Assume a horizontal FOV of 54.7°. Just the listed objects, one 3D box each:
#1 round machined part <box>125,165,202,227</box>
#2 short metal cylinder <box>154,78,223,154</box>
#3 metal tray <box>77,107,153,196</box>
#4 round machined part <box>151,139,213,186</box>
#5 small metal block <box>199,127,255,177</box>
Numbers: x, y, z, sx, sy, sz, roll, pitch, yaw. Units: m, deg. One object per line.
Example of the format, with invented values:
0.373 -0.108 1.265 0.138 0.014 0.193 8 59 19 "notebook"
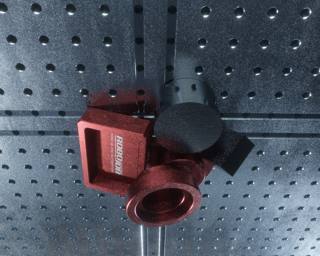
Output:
0.002 0.087 0.412 0.099 0.042 0.097 -7 133 -8 "round machined part"
0.033 -0.014 0.383 0.081 0.050 0.079 0 130 0 "short metal cylinder"
-0.061 0.039 0.427 0.090 0.030 0.129 13 130 7 "metal tray"
0.029 0.054 0.446 0.099 0.042 0.097 -1 130 0 "round machined part"
0.087 0.029 0.409 0.025 0.050 0.050 39 85 -28 "small metal block"
